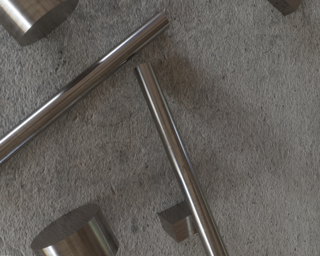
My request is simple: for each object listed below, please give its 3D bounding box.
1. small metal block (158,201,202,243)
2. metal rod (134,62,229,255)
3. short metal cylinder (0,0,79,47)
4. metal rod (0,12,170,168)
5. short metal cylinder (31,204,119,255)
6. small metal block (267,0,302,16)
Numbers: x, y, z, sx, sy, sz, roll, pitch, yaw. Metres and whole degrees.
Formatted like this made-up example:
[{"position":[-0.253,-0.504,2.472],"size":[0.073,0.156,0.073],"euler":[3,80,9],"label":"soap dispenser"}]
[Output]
[{"position":[0.032,0.120,0.408],"size":[0.050,0.050,0.025],"euler":[-22,98,-19],"label":"small metal block"},{"position":[0.032,0.059,0.381],"size":[0.025,0.025,0.299],"euler":[-19,81,-19],"label":"metal rod"},{"position":[-0.135,-0.132,0.330],"size":[0.080,0.080,0.050],"euler":[-44,104,-15],"label":"short metal cylinder"},{"position":[-0.102,-0.043,0.371],"size":[0.301,0.025,0.025],"euler":[-43,104,-15],"label":"metal rod"},{"position":[-0.093,0.129,0.346],"size":[0.080,0.080,0.050],"euler":[-29,100,-18],"label":"short metal cylinder"},{"position":[0.196,-0.213,0.481],"size":[0.050,0.025,0.050],"euler":[33,79,-17],"label":"small metal block"}]
